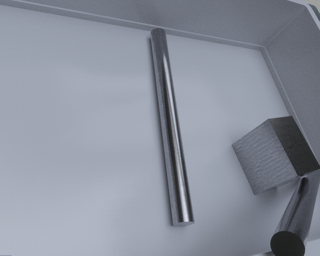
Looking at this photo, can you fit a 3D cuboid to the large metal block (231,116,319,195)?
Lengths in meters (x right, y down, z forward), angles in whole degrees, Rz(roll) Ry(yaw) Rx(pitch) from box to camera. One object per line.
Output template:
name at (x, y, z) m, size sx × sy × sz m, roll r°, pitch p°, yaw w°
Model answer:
large metal block at (0.159, 0.039, 0.435) m, size 0.050 × 0.080 × 0.080 m, roll -7°, pitch 65°, yaw -32°

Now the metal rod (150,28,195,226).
metal rod at (0.012, -0.021, 0.426) m, size 0.025 × 0.025 × 0.299 m, roll 8°, pitch 58°, yaw -25°

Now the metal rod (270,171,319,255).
metal rod at (0.173, 0.082, 0.370) m, size 0.025 × 0.025 × 0.302 m, roll 59°, pitch 27°, yaw 13°
